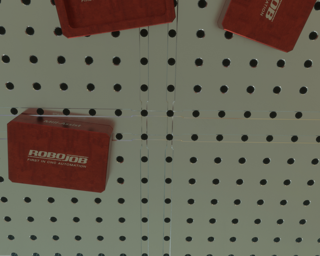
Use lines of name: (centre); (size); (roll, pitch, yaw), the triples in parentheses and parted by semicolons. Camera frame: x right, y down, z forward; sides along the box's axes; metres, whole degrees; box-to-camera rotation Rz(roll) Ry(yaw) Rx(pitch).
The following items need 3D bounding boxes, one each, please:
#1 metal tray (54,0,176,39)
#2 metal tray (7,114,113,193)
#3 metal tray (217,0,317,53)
metal tray: (-0.053, -0.158, 0.352); (0.131, 0.030, 0.089); (-8, 110, 3)
metal tray: (-0.135, 0.035, 0.423); (0.131, 0.030, 0.089); (8, 110, -3)
metal tray: (0.132, -0.163, 0.352); (0.090, 0.030, 0.129); (18, 109, -7)
